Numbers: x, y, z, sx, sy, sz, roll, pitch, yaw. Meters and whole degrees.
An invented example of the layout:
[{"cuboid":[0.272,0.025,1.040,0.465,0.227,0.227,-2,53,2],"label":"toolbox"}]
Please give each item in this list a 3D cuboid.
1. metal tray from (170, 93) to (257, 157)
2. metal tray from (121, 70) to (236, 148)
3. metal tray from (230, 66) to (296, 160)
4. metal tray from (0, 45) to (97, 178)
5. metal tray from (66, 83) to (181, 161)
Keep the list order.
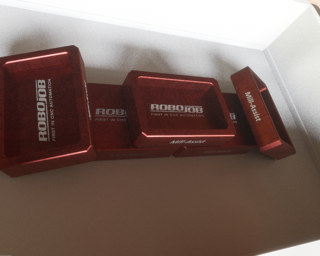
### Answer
[{"cuboid":[0.070,-0.007,0.443,0.131,0.030,0.090,0,62,-28],"label":"metal tray"},{"cuboid":[0.024,-0.023,0.388,0.131,0.030,0.090,0,61,-28],"label":"metal tray"},{"cuboid":[0.158,-0.021,0.473,0.090,0.030,0.130,21,48,-52],"label":"metal tray"},{"cuboid":[-0.121,-0.021,0.325,0.091,0.030,0.130,-11,65,-5],"label":"metal tray"},{"cuboid":[-0.046,-0.008,0.382,0.131,0.030,0.090,0,62,-28],"label":"metal tray"}]
